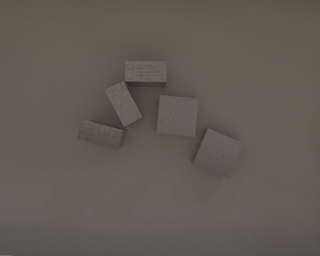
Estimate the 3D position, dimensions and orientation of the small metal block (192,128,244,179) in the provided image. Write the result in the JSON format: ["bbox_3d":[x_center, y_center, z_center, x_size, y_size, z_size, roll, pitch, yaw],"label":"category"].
[{"bbox_3d":[0.075,0.033,0.412,0.050,0.025,0.050,23,90,-1],"label":"small metal block"}]

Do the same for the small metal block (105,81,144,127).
[{"bbox_3d":[-0.044,-0.029,0.398,0.025,0.050,0.050,-28,90,0],"label":"small metal block"}]

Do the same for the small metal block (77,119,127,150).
[{"bbox_3d":[-0.073,0.008,0.398,0.050,0.050,0.025,15,90,-1],"label":"small metal block"}]

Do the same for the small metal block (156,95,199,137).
[{"bbox_3d":[0.023,-0.016,0.412,0.050,0.025,0.050,6,90,-1],"label":"small metal block"}]

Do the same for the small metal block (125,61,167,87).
[{"bbox_3d":[-0.017,-0.068,0.399,0.050,0.050,0.025,1,90,-1],"label":"small metal block"}]
